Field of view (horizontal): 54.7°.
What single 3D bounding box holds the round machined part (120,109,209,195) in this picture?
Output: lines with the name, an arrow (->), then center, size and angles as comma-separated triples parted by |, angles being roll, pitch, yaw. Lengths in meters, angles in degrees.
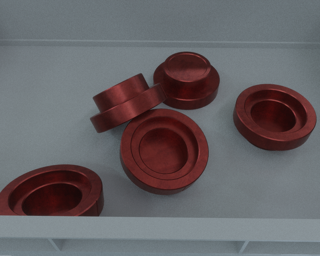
round machined part -> 0.003, 0.030, 0.358 | 0.099, 0.042, 0.098 | 5, 62, -9

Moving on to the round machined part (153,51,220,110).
round machined part -> 0.039, -0.076, 0.458 | 0.099, 0.042, 0.098 | 0, 50, 0

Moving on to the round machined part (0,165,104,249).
round machined part -> -0.106, 0.080, 0.311 | 0.099, 0.042, 0.098 | 0, 25, 0

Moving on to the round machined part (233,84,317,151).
round machined part -> 0.145, -0.009, 0.403 | 0.099, 0.042, 0.098 | 0, 50, 0

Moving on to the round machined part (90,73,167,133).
round machined part -> -0.044, -0.035, 0.386 | 0.099, 0.098, 0.042 | -31, 100, -23
